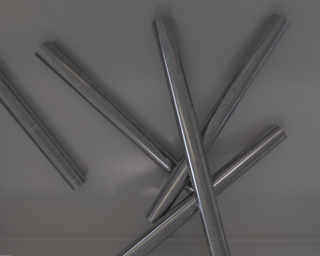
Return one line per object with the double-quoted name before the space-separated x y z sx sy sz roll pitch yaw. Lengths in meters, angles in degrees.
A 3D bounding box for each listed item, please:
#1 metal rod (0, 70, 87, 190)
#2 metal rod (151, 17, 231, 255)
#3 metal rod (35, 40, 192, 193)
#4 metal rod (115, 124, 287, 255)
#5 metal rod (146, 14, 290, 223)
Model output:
"metal rod" -0.193 -0.040 0.394 0.025 0.025 0.299 -30 108 10
"metal rod" 0.039 0.018 0.374 0.025 0.025 0.298 -14 93 5
"metal rod" -0.037 0.003 0.411 0.025 0.025 0.300 -43 105 14
"metal rod" 0.044 0.098 0.402 0.301 0.025 0.025 -39 106 -5
"metal rod" 0.067 -0.002 0.393 0.025 0.025 0.299 29 101 -10
